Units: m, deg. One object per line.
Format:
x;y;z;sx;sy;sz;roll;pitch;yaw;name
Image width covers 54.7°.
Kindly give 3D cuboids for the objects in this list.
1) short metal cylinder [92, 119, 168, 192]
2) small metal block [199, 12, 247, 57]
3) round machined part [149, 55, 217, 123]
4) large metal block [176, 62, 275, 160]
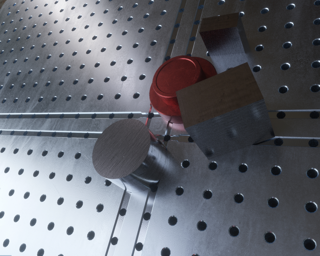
-0.037;0.035;0.390;0.080;0.050;0.080;-13;56;21;short metal cylinder
0.088;-0.126;0.424;0.050;0.050;0.025;0;62;28;small metal block
0.029;-0.059;0.418;0.098;0.042;0.098;-13;56;21;round machined part
0.074;-0.015;0.343;0.080;0.080;0.050;-21;54;15;large metal block
